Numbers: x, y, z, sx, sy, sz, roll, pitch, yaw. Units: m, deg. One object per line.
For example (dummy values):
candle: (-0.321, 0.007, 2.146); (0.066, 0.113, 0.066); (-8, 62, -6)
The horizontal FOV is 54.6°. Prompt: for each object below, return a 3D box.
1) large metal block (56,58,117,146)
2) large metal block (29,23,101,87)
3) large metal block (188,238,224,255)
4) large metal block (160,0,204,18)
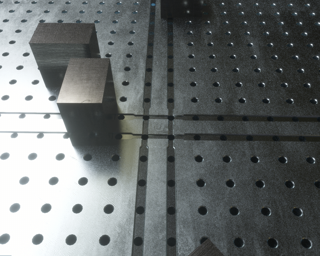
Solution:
large metal block: (-0.089, -0.033, 0.399); (0.050, 0.080, 0.080); (0, 50, 0)
large metal block: (-0.135, -0.107, 0.462); (0.080, 0.080, 0.050); (1, 50, 1)
large metal block: (0.037, 0.157, 0.260); (0.080, 0.050, 0.080); (-31, 57, -24)
large metal block: (0.040, -0.262, 0.612); (0.080, 0.050, 0.080); (-2, 50, -2)
